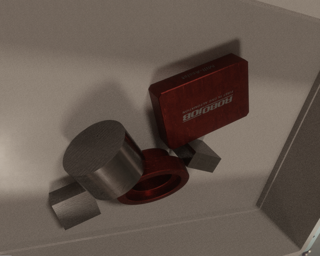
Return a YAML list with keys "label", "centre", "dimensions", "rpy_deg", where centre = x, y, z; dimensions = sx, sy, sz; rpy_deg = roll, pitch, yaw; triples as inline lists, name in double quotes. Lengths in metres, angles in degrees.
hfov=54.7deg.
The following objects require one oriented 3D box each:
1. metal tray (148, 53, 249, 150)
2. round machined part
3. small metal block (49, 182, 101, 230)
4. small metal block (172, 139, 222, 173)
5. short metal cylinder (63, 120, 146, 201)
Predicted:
- label: "metal tray"
  centre: [0.057, -0.036, 0.416]
  dimensions: [0.131, 0.030, 0.089]
  rpy_deg: [-24, 127, -14]
- label: "round machined part"
  centre: [-0.014, 0.062, 0.415]
  dimensions: [0.099, 0.042, 0.098]
  rpy_deg: [-15, 148, -9]
- label: "small metal block"
  centre: [-0.112, 0.101, 0.411]
  dimensions: [0.050, 0.025, 0.050]
  rpy_deg: [-22, 127, -15]
- label: "small metal block"
  centre: [0.051, 0.036, 0.445]
  dimensions: [0.050, 0.050, 0.025]
  rpy_deg: [17, 109, -35]
- label: "short metal cylinder"
  centre: [-0.064, 0.037, 0.362]
  dimensions: [0.080, 0.080, 0.050]
  rpy_deg: [-36, 129, -5]
